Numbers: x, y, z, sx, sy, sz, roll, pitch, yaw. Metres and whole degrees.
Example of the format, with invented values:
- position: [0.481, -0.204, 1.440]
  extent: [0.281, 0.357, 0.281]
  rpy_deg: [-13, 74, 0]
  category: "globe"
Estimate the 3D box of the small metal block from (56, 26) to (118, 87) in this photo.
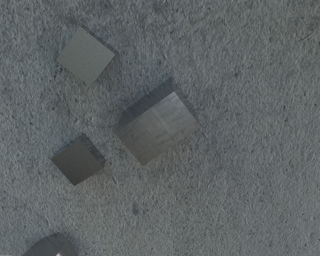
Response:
- position: [-0.088, -0.088, 0.377]
  extent: [0.050, 0.025, 0.050]
  rpy_deg: [38, 106, -13]
  category: "small metal block"

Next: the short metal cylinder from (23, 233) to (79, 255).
- position: [-0.162, 0.203, 0.454]
  extent: [0.080, 0.080, 0.050]
  rpy_deg: [-25, 108, 8]
  category: "short metal cylinder"

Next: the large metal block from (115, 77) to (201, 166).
- position: [-0.003, -0.011, 0.376]
  extent: [0.080, 0.080, 0.050]
  rpy_deg: [-35, 107, 12]
  category: "large metal block"

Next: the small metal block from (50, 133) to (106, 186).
- position: [-0.111, 0.043, 0.425]
  extent: [0.050, 0.025, 0.050]
  rpy_deg: [-32, 107, 11]
  category: "small metal block"
